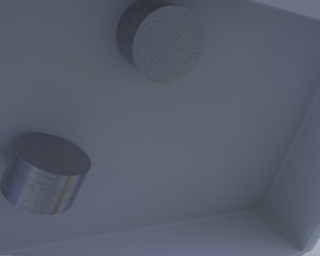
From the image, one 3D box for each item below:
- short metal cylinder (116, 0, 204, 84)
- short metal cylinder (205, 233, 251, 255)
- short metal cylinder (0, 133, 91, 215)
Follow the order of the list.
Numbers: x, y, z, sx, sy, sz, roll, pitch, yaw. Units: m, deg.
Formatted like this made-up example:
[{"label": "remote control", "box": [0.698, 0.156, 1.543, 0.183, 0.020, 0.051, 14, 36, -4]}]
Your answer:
[{"label": "short metal cylinder", "box": [-0.001, -0.094, 0.334, 0.081, 0.050, 0.079, -14, 124, -21]}, {"label": "short metal cylinder", "box": [0.129, 0.252, 0.602, 0.081, 0.080, 0.050, -3, 120, -27]}, {"label": "short metal cylinder", "box": [-0.123, 0.048, 0.335, 0.081, 0.080, 0.050, 16, 110, -35]}]
